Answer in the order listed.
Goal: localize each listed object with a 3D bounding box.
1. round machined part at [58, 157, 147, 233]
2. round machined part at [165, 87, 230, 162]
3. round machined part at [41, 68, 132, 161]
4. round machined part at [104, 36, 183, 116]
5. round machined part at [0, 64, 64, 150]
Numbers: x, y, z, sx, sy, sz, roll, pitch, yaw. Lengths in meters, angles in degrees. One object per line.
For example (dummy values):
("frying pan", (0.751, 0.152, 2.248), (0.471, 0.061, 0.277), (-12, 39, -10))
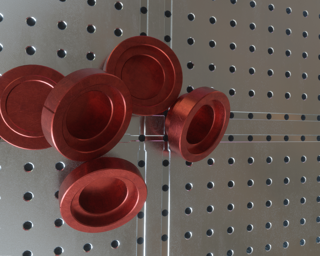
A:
("round machined part", (-0.068, 0.073, 0.364), (0.099, 0.042, 0.097), (-12, 125, -17))
("round machined part", (0.045, -0.008, 0.406), (0.099, 0.042, 0.097), (-26, 130, -35))
("round machined part", (-0.080, -0.017, 0.331), (0.099, 0.042, 0.097), (-28, 132, -36))
("round machined part", (-0.024, -0.064, 0.395), (0.099, 0.042, 0.097), (0, 90, -21))
("round machined part", (-0.141, -0.024, 0.352), (0.099, 0.042, 0.097), (0, 90, -21))
